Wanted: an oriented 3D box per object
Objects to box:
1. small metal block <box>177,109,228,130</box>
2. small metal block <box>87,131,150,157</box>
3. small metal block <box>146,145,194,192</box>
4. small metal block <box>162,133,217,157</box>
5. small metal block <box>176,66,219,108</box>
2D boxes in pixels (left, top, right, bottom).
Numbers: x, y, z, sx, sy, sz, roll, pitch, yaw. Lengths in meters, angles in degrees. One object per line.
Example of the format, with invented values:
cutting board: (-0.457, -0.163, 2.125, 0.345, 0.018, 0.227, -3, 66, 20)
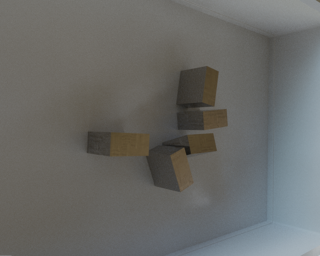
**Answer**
small metal block: (0.060, -0.012, 0.443, 0.050, 0.050, 0.025, -8, 96, -40)
small metal block: (-0.048, 0.018, 0.352, 0.050, 0.050, 0.025, 3, 88, -40)
small metal block: (0.012, 0.051, 0.402, 0.025, 0.050, 0.050, -26, 107, -37)
small metal block: (0.040, 0.026, 0.423, 0.050, 0.050, 0.025, -2, 78, -40)
small metal block: (0.052, -0.056, 0.436, 0.025, 0.050, 0.050, 14, 81, -40)
